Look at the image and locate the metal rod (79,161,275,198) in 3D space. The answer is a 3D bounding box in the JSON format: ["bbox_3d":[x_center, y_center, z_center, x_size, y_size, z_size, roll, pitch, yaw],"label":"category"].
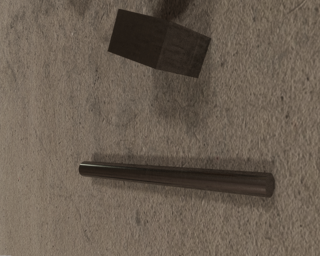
[{"bbox_3d":[-0.005,0.062,0.407,0.300,0.025,0.025,-2,89,39],"label":"metal rod"}]

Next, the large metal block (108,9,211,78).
[{"bbox_3d":[0.000,-0.099,0.368,0.080,0.081,0.050,28,107,36],"label":"large metal block"}]
